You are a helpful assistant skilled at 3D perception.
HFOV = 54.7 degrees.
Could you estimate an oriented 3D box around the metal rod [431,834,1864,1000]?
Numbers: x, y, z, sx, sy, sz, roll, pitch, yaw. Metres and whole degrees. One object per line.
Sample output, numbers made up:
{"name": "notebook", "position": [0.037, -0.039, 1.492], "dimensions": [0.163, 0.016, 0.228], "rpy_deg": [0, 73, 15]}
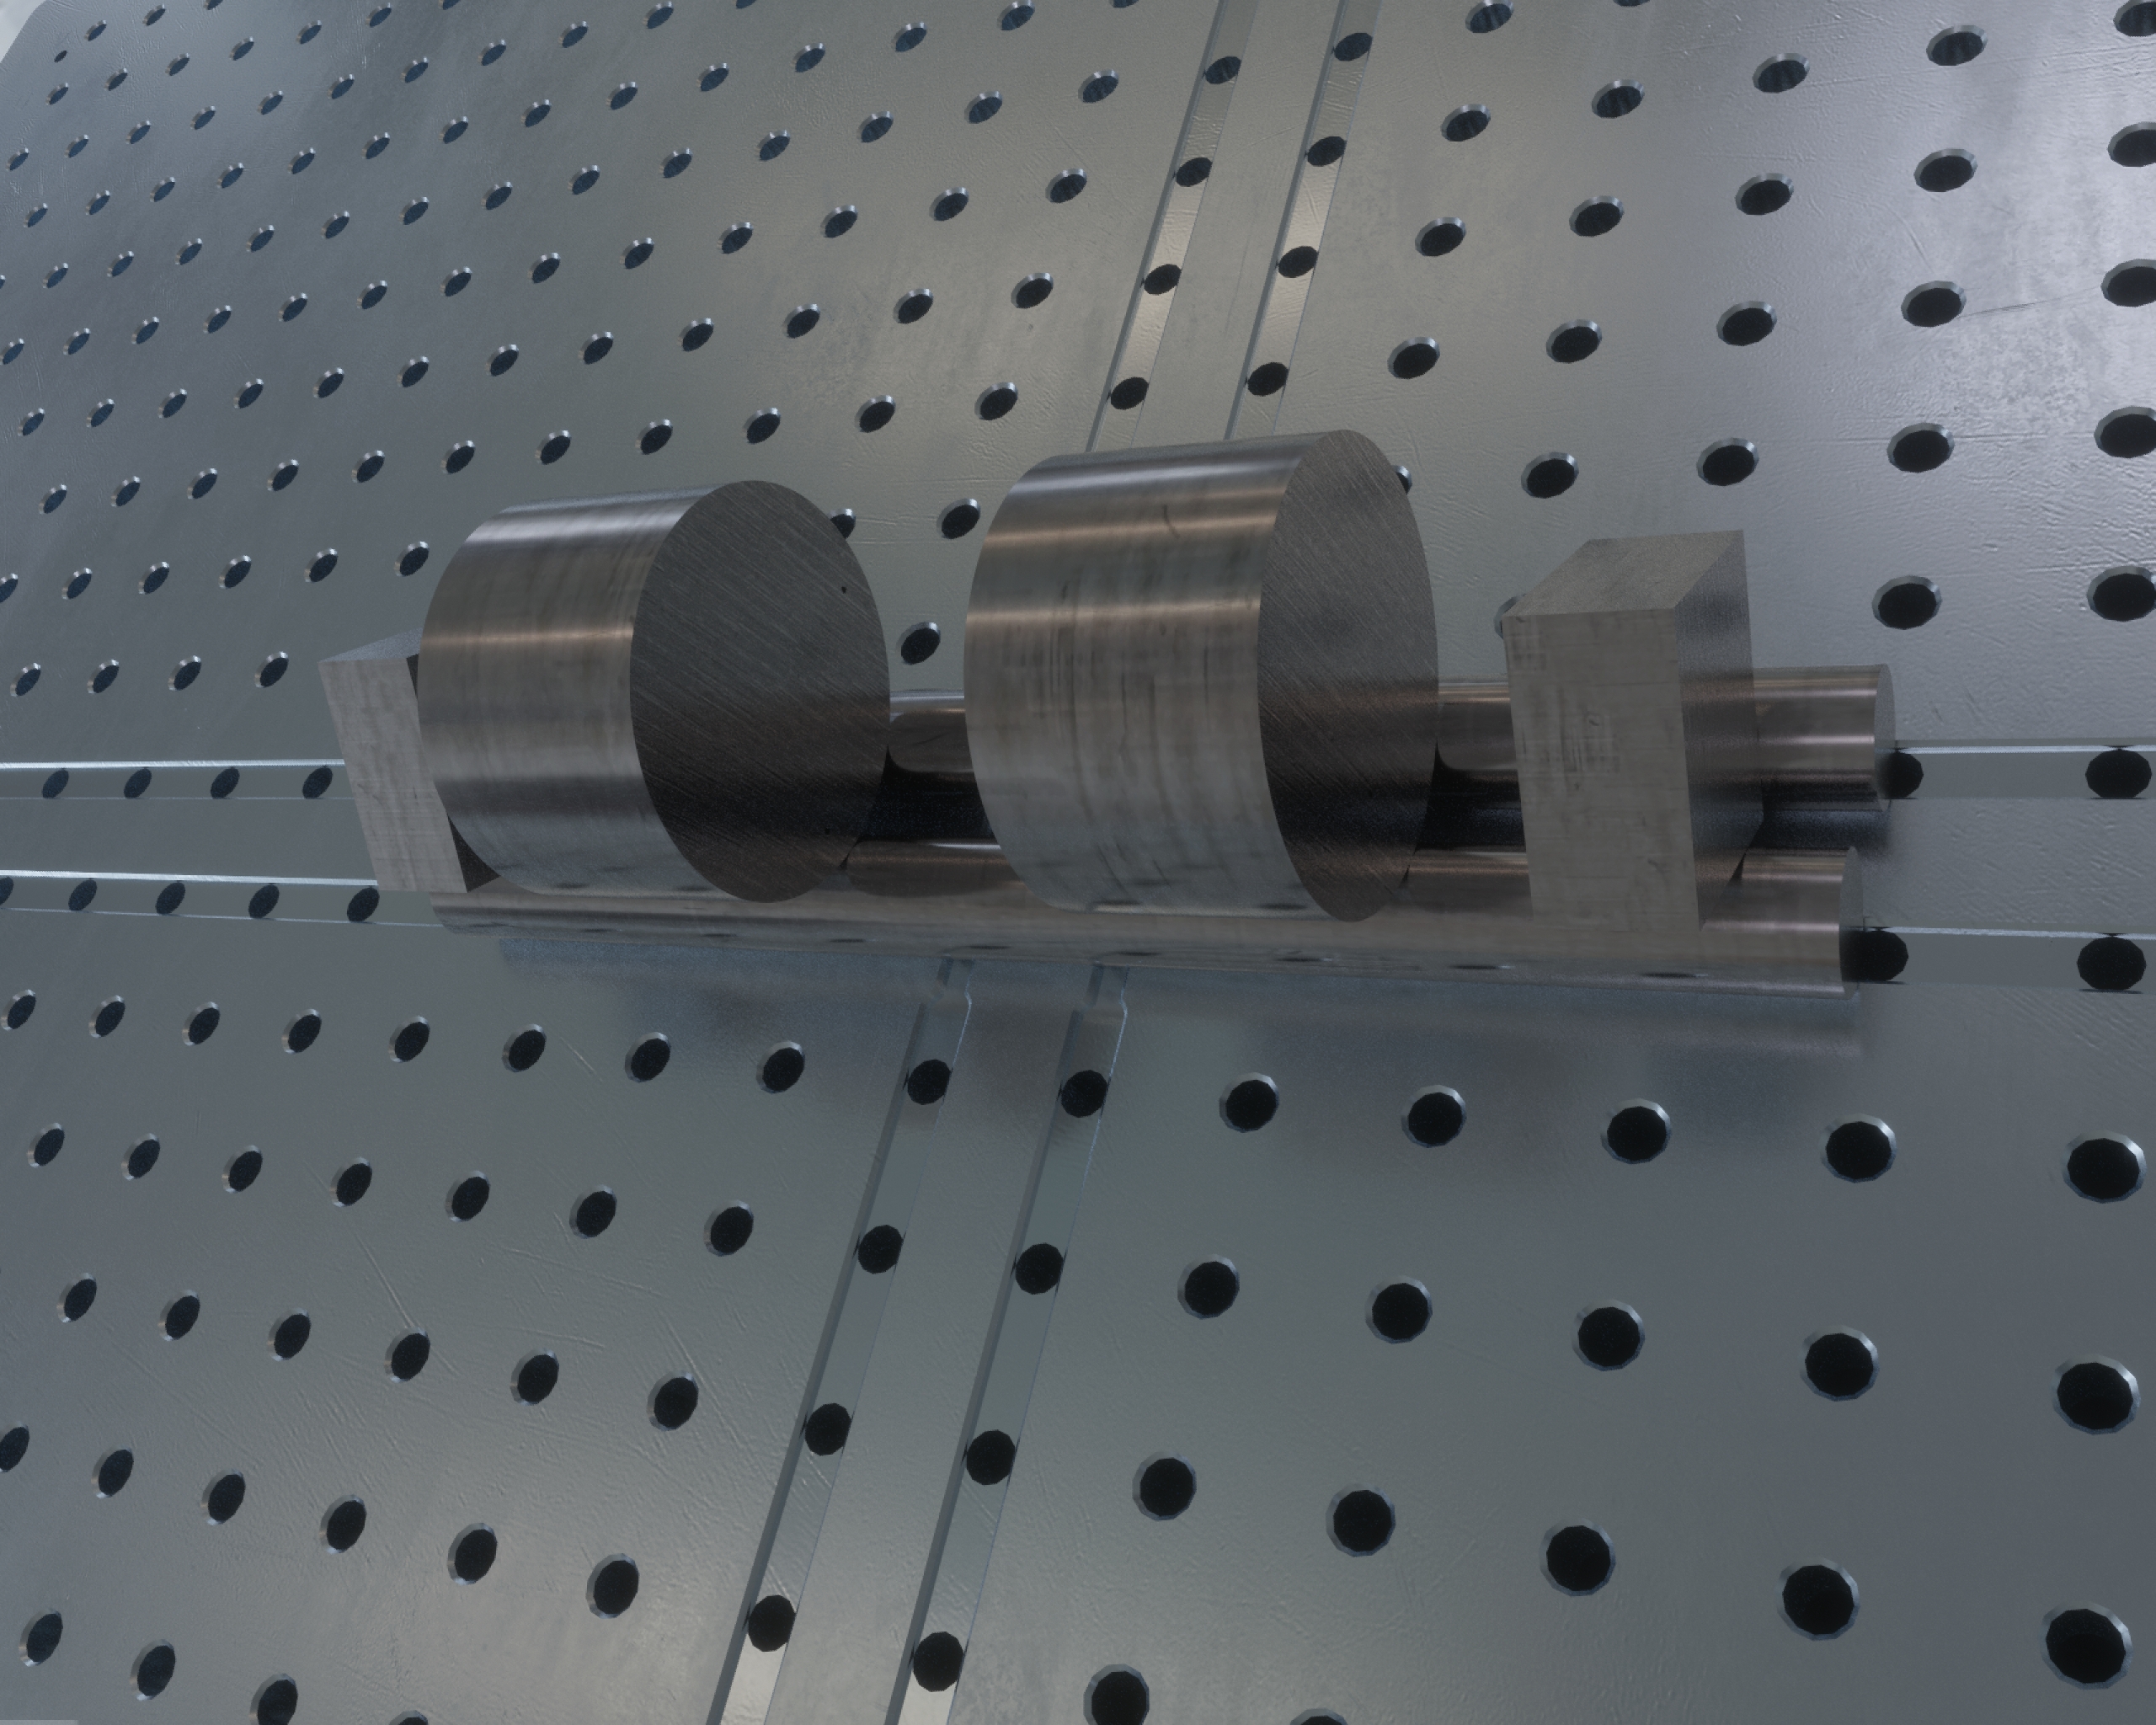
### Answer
{"name": "metal rod", "position": [-0.007, 0.007, 0.408], "dimensions": [0.300, 0.025, 0.025], "rpy_deg": [1, 62, 28]}

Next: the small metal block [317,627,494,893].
{"name": "small metal block", "position": [-0.129, -0.026, 0.447], "dimensions": [0.025, 0.050, 0.050], "rpy_deg": [1, 20, 29]}

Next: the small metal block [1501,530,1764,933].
{"name": "small metal block", "position": [0.089, -0.022, 0.329], "dimensions": [0.025, 0.050, 0.050], "rpy_deg": [0, 21, 29]}

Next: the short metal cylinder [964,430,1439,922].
{"name": "short metal cylinder", "position": [0.023, -0.030, 0.351], "dimensions": [0.050, 0.080, 0.080], "rpy_deg": [1, 62, 29]}

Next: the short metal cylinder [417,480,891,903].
{"name": "short metal cylinder", "position": [-0.080, -0.032, 0.407], "dimensions": [0.050, 0.080, 0.080], "rpy_deg": [1, 62, 29]}

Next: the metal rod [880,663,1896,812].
{"name": "metal rod", "position": [0.003, -0.024, 0.421], "dimensions": [0.300, 0.025, 0.025], "rpy_deg": [1, 62, 28]}
